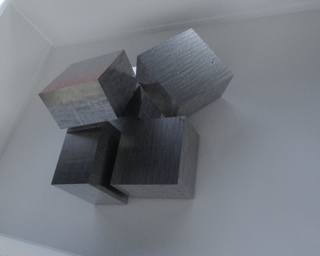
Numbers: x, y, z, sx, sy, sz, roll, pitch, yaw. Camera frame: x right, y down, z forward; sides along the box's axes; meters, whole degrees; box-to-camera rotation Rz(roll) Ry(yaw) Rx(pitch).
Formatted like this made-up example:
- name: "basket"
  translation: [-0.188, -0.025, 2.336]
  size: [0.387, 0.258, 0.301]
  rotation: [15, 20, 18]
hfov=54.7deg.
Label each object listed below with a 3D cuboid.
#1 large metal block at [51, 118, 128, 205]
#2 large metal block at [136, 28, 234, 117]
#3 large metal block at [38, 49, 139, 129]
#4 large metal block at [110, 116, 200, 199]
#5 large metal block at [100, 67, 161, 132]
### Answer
- name: "large metal block"
  translation: [-0.076, 0.044, 0.380]
  size: [0.050, 0.080, 0.080]
  rotation: [-6, 59, 25]
- name: "large metal block"
  translation: [0.027, -0.062, 0.378]
  size: [0.080, 0.050, 0.080]
  rotation: [-32, 73, -19]
- name: "large metal block"
  translation: [-0.081, -0.047, 0.374]
  size: [0.080, 0.050, 0.080]
  rotation: [-9, 33, 23]
- name: "large metal block"
  translation: [-0.003, 0.036, 0.363]
  size: [0.080, 0.050, 0.080]
  rotation: [-5, 59, 25]
- name: "large metal block"
  translation: [-0.044, -0.037, 0.432]
  size: [0.080, 0.050, 0.080]
  rotation: [-1, 61, 27]
